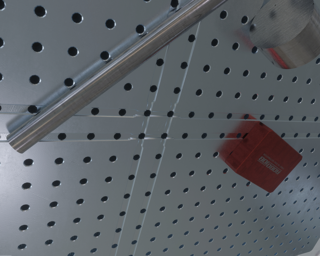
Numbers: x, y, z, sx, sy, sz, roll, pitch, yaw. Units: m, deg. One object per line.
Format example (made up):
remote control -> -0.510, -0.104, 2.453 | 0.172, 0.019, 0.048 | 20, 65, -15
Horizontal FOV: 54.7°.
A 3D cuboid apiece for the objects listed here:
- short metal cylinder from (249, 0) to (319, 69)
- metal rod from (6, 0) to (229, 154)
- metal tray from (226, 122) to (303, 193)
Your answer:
short metal cylinder -> 0.161, -0.121, 0.388 | 0.050, 0.080, 0.080 | 29, 102, -38
metal rod -> -0.038, -0.073, 0.344 | 0.301, 0.025, 0.025 | -37, 129, -3
metal tray -> 0.185, 0.055, 0.543 | 0.131, 0.030, 0.090 | 31, 101, -38
